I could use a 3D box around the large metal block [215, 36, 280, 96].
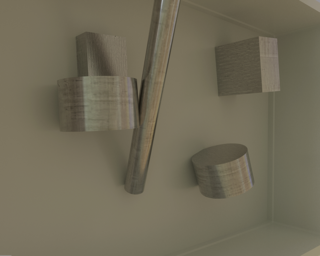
[{"bbox_3d":[0.137,-0.094,0.488,0.050,0.080,0.079,-9,96,-40],"label":"large metal block"}]

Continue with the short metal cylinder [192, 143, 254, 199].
[{"bbox_3d":[0.091,0.060,0.450,0.081,0.080,0.050,-25,106,-37],"label":"short metal cylinder"}]

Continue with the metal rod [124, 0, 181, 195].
[{"bbox_3d":[-0.005,-0.059,0.324,0.025,0.025,0.298,-11,122,-40],"label":"metal rod"}]

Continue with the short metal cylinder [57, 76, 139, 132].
[{"bbox_3d":[-0.063,-0.024,0.320,0.081,0.080,0.050,-4,93,-40],"label":"short metal cylinder"}]

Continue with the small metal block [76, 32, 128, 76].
[{"bbox_3d":[-0.066,-0.079,0.353,0.050,0.025,0.050,-5,93,-40],"label":"small metal block"}]
